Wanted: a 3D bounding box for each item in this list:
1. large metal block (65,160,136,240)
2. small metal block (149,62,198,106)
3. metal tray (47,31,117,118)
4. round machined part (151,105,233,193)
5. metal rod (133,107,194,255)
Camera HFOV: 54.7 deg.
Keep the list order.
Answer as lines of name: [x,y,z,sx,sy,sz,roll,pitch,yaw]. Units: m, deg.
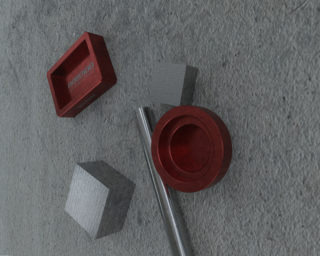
large metal block: [-0.091,0.104,0.464,0.080,0.050,0.079,27,107,36]
small metal block: [0.016,-0.055,0.392,0.050,0.025,0.050,15,100,39]
metal tray: [-0.133,-0.084,0.511,0.130,0.030,0.090,-31,71,35]
round machined part: [0.040,0.023,0.361,0.098,0.042,0.097,0,90,40]
metal rod: [0.016,0.115,0.391,0.025,0.025,0.299,-27,73,37]
